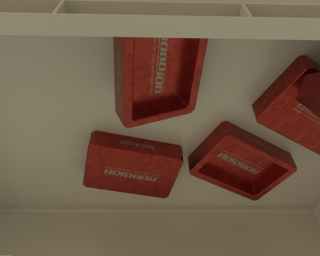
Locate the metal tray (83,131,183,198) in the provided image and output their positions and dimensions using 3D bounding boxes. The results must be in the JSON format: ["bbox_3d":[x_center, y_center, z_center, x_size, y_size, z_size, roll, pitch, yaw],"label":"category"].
[{"bbox_3d":[-0.041,0.056,0.453,0.131,0.030,0.089,10,129,-10],"label":"metal tray"}]

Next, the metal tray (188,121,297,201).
[{"bbox_3d":[0.118,0.052,0.452,0.131,0.030,0.089,25,126,-20],"label":"metal tray"}]

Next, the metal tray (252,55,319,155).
[{"bbox_3d":[0.196,-0.021,0.387,0.131,0.030,0.089,25,126,-17],"label":"metal tray"}]

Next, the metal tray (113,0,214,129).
[{"bbox_3d":[0.000,-0.066,0.325,0.091,0.030,0.129,-15,135,-22],"label":"metal tray"}]

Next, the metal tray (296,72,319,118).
[{"bbox_3d":[0.212,-0.024,0.292,0.090,0.030,0.130,30,168,-21],"label":"metal tray"}]
